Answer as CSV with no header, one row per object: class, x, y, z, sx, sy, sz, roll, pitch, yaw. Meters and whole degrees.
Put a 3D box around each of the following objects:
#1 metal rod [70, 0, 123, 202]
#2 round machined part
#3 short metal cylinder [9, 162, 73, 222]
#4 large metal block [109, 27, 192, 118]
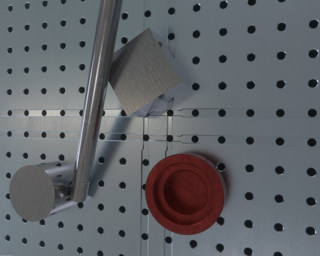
metal rod,-0.085,-0.032,0.400,0.025,0.025,0.298,23,113,18
round machined part,0.035,0.080,0.391,0.098,0.042,0.097,0,90,20
short metal cylinder,-0.173,0.092,0.460,0.080,0.050,0.080,0,90,20
large metal block,-0.018,-0.069,0.406,0.080,0.050,0.080,-32,80,17
